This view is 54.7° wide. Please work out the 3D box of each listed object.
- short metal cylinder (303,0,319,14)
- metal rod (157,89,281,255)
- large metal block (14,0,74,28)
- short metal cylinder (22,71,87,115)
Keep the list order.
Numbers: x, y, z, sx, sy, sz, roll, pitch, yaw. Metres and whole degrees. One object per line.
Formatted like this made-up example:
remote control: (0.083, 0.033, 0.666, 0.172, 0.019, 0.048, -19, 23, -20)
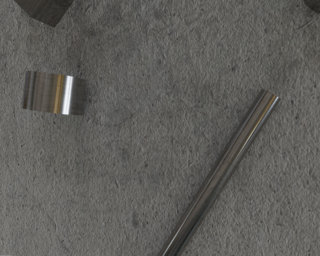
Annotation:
short metal cylinder: (0.193, -0.166, 0.327, 0.080, 0.050, 0.079, 0, 90, 20)
metal rod: (0.057, 0.088, 0.388, 0.025, 0.025, 0.299, 33, 100, 17)
large metal block: (-0.174, -0.211, 0.457, 0.080, 0.050, 0.080, 45, 104, 14)
short metal cylinder: (-0.146, -0.047, 0.431, 0.080, 0.080, 0.050, 9, 93, 20)
